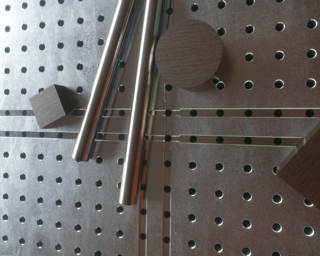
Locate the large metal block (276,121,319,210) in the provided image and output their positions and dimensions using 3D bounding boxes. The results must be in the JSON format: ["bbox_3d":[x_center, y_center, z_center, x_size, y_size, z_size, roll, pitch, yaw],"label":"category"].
[{"bbox_3d":[0.186,0.044,0.334,0.080,0.050,0.080,41,103,15],"label":"large metal block"}]

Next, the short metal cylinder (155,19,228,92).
[{"bbox_3d":[0.041,-0.087,0.384,0.080,0.050,0.079,0,90,19],"label":"short metal cylinder"}]

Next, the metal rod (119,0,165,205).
[{"bbox_3d":[-0.024,-0.045,0.420,0.025,0.025,0.298,9,93,19],"label":"metal rod"}]

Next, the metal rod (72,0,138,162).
[{"bbox_3d":[-0.070,-0.096,0.435,0.025,0.025,0.298,20,97,18],"label":"metal rod"}]

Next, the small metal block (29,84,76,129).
[{"bbox_3d":[-0.163,-0.032,0.468,0.050,0.025,0.050,-25,82,18],"label":"small metal block"}]
